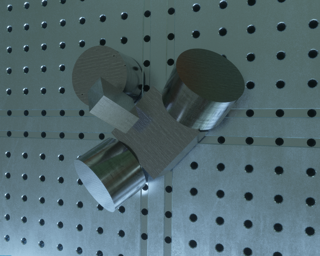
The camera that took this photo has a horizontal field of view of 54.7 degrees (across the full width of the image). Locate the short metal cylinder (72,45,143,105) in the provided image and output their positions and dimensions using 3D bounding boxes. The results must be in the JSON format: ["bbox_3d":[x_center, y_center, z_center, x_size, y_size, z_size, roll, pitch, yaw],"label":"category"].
[{"bbox_3d":[-0.070,-0.066,0.420,0.080,0.050,0.079,0,90,20],"label":"short metal cylinder"}]

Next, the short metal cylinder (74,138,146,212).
[{"bbox_3d":[-0.064,0.059,0.396,0.080,0.050,0.080,35,145,29],"label":"short metal cylinder"}]

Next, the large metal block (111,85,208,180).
[{"bbox_3d":[0.001,0.005,0.393,0.080,0.050,0.080,46,104,14],"label":"large metal block"}]

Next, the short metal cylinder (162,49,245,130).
[{"bbox_3d":[0.048,-0.045,0.355,0.080,0.081,0.050,45,142,14],"label":"short metal cylinder"}]

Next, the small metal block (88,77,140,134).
[{"bbox_3d":[-0.055,-0.027,0.362,0.025,0.050,0.050,-47,32,16],"label":"small metal block"}]
